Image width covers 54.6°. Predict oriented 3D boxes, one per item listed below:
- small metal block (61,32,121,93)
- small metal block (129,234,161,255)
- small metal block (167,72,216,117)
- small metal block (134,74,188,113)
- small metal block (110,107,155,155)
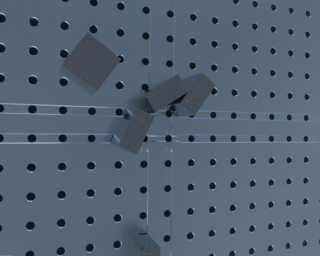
[{"bbox_3d":[-0.085,-0.079,0.381,0.050,0.025,0.050,38,78,-16],"label":"small metal block"},{"bbox_3d":[-0.021,0.168,0.392,0.025,0.050,0.050,4,89,-20],"label":"small metal block"},{"bbox_3d":[0.040,-0.043,0.414,0.025,0.050,0.050,39,78,-16],"label":"small metal block"},{"bbox_3d":[0.000,-0.042,0.399,0.050,0.050,0.025,-33,101,-17],"label":"small metal block"},{"bbox_3d":[-0.036,0.003,0.386,0.025,0.050,0.050,28,81,-18],"label":"small metal block"}]
